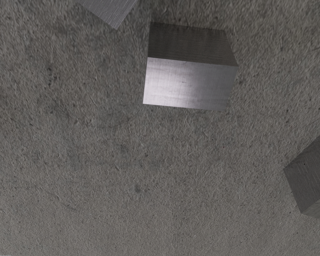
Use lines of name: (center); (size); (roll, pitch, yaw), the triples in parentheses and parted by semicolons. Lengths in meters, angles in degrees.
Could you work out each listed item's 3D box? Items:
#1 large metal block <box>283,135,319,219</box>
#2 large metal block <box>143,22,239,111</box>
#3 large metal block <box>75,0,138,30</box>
large metal block: (0.230, 0.070, 0.433); (0.050, 0.080, 0.079); (20, 127, -16)
large metal block: (0.026, -0.064, 0.316); (0.081, 0.080, 0.050); (5, 130, -5)
large metal block: (-0.046, -0.148, 0.264); (0.080, 0.050, 0.080); (31, 123, -24)
